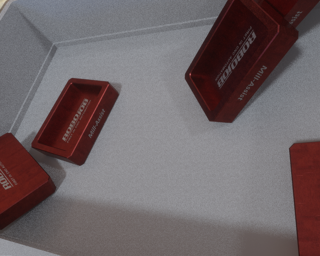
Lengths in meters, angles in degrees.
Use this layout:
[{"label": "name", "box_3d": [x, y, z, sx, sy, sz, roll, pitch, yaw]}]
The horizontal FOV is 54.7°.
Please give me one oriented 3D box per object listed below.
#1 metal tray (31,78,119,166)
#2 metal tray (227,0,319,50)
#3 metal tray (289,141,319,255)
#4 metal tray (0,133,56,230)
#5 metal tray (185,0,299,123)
[{"label": "metal tray", "box_3d": [-0.130, -0.014, 0.479, 0.090, 0.030, 0.130, 11, 67, 32]}, {"label": "metal tray", "box_3d": [0.128, -0.152, 0.354, 0.030, 0.129, 0.090, -10, 70, -17]}, {"label": "metal tray", "box_3d": [0.167, 0.074, 0.269, 0.090, 0.030, 0.130, -7, 59, 24]}, {"label": "metal tray", "box_3d": [-0.225, 0.071, 0.447, 0.091, 0.030, 0.130, -37, 54, -27]}, {"label": "metal tray", "box_3d": [0.084, -0.080, 0.359, 0.129, 0.030, 0.090, -59, 40, 37]}]
